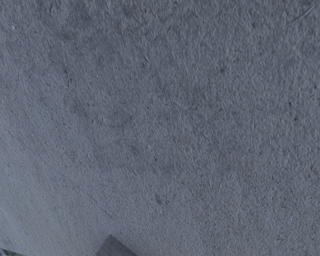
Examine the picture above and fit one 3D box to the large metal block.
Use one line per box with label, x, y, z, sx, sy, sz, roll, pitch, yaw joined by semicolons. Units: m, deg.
large metal block;-0.093;0.268;0.605;0.080;0.050;0.080;37;129;3
